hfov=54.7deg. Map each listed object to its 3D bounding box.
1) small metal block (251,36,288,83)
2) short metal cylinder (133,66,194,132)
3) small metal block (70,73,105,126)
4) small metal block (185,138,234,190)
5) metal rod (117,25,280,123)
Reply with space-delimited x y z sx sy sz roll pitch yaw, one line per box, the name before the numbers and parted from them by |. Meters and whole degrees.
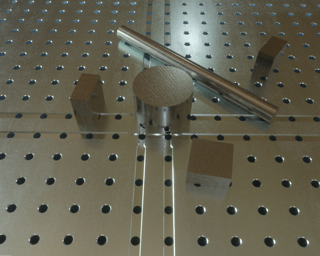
small metal block | 0.171 -0.107 0.483 0.025 0.050 0.050 30 56 22
short metal cylinder | 0.004 -0.041 0.426 0.081 0.050 0.080 0 50 0
small metal block | -0.097 -0.038 0.422 0.025 0.050 0.050 6 50 5
small metal block | 0.060 0.042 0.373 0.050 0.025 0.050 9 51 7
metal rod | 0.045 -0.094 0.487 0.300 0.025 0.025 34 58 25
